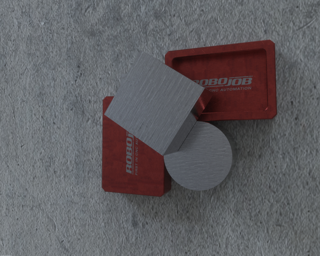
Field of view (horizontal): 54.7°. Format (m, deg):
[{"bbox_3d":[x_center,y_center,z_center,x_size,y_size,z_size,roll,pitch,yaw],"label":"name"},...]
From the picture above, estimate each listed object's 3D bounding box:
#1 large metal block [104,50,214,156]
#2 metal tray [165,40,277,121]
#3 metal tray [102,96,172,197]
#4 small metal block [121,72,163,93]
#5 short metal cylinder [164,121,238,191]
[{"bbox_3d":[0.000,-0.027,0.342,0.080,0.050,0.080,34,101,16],"label":"large metal block"},{"bbox_3d":[0.073,-0.054,0.381,0.130,0.030,0.089,-2,89,19],"label":"metal tray"},{"bbox_3d":[-0.031,0.022,0.419,0.090,0.030,0.129,1,90,20],"label":"metal tray"},{"bbox_3d":[-0.017,-0.055,0.403,0.050,0.050,0.025,1,91,20],"label":"small metal block"},{"bbox_3d":[0.051,0.032,0.378,0.080,0.050,0.080,0,90,20],"label":"short metal cylinder"}]
